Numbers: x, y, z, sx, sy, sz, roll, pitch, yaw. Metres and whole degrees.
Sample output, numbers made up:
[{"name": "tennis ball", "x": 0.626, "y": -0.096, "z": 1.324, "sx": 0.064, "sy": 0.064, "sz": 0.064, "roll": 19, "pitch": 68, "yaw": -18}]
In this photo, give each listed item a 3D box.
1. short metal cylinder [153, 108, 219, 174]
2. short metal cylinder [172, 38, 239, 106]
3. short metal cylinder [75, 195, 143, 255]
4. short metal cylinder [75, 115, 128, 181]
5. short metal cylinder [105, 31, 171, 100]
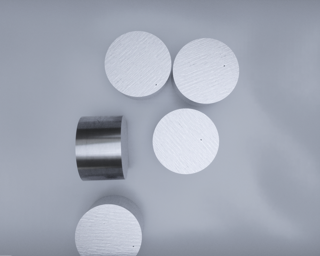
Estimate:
[{"name": "short metal cylinder", "x": 0.031, "y": 0.016, "z": 0.399, "sx": 0.081, "sy": 0.050, "sz": 0.079, "roll": 0, "pitch": 90, "yaw": -1}, {"name": "short metal cylinder", "x": 0.056, "y": -0.069, "z": 0.400, "sx": 0.081, "sy": 0.050, "sz": 0.079, "roll": 0, "pitch": 90, "yaw": -1}, {"name": "short metal cylinder", "x": -0.062, "y": 0.132, "z": 0.398, "sx": 0.081, "sy": 0.050, "sz": 0.079, "roll": 0, "pitch": 90, "yaw": -1}, {"name": "short metal cylinder", "x": -0.069, "y": 0.024, "z": 0.383, "sx": 0.050, "sy": 0.080, "sz": 0.079, "roll": -2, "pitch": 90, "yaw": 0}, {"name": "short metal cylinder", "x": -0.027, "y": -0.077, "z": 0.399, "sx": 0.081, "sy": 0.050, "sz": 0.079, "roll": 0, "pitch": 90, "yaw": -1}]
